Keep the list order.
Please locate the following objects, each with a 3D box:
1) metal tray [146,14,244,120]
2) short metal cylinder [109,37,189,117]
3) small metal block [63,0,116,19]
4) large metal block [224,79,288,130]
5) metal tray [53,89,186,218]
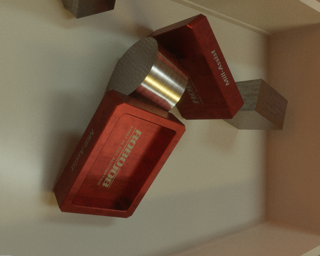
[{"bbox_3d":[0.043,-0.071,0.402,0.030,0.090,0.130,-46,118,-31],"label":"metal tray"},{"bbox_3d":[-0.014,-0.057,0.361,0.050,0.080,0.080,32,70,-36],"label":"short metal cylinder"},{"bbox_3d":[-0.072,-0.150,0.328,0.050,0.050,0.025,-31,70,-36],"label":"small metal block"},{"bbox_3d":[0.142,-0.034,0.493,0.080,0.080,0.050,26,74,-38],"label":"large metal block"},{"bbox_3d":[-0.042,0.034,0.329,0.091,0.030,0.129,20,107,-39],"label":"metal tray"}]
